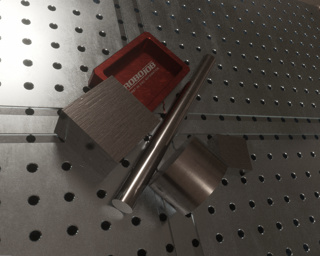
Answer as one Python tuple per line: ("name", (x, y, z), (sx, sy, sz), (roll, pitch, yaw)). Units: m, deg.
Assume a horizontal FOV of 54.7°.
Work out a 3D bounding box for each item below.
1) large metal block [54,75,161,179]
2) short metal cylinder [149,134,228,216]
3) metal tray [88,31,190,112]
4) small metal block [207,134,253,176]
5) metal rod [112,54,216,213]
("large metal block", (-0.061, -0.002, 0.362), (0.080, 0.050, 0.080), (44, 51, 1))
("short metal cylinder", (0.032, 0.053, 0.359), (0.050, 0.080, 0.080), (42, 51, 0))
("metal tray", (-0.025, -0.073, 0.437), (0.090, 0.030, 0.131), (41, 51, -1))
("small metal block", (0.098, 0.039, 0.440), (0.050, 0.025, 0.050), (9, 58, -24))
("metal rod", (0.021, -0.014, 0.429), (0.025, 0.025, 0.301), (36, 51, -5))
